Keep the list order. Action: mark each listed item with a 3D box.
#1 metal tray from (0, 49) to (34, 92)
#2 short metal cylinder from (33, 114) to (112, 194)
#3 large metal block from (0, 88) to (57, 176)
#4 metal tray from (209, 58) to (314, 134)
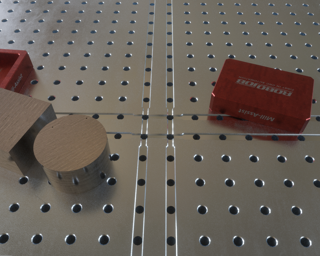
[{"bbox_3d":[-0.257,-0.066,0.457,0.091,0.030,0.130,5,50,4],"label":"metal tray"},{"bbox_3d":[-0.100,0.030,0.365,0.081,0.050,0.080,0,50,0],"label":"short metal cylinder"},{"bbox_3d":[-0.187,0.002,0.388,0.080,0.050,0.080,17,52,13],"label":"large metal block"},{"bbox_3d":[0.147,-0.050,0.447,0.130,0.030,0.090,17,52,13],"label":"metal tray"}]
